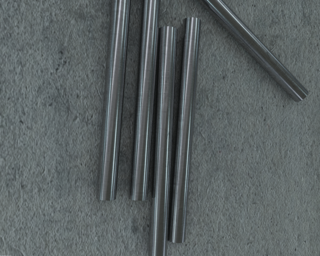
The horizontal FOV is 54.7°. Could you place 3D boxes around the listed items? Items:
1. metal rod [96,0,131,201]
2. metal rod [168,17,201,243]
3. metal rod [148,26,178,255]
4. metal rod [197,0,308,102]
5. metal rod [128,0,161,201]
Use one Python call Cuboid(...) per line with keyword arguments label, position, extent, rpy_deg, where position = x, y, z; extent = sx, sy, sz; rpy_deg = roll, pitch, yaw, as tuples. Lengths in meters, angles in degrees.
Cuboid(label="metal rod", position=(-0.056, -0.062, 0.388), extent=(0.025, 0.025, 0.298), rpy_deg=(5, 88, -20))
Cuboid(label="metal rod", position=(0.033, 0.002, 0.420), extent=(0.025, 0.025, 0.298), rpy_deg=(5, 88, -20))
Cuboid(label="metal rod", position=(0.004, 0.018, 0.410), extent=(0.025, 0.025, 0.298), rpy_deg=(3, 89, -20))
Cuboid(label="metal rod", position=(0.113, -0.143, 0.449), extent=(0.301, 0.025, 0.025), rpy_deg=(40, 77, -16))
Cuboid(label="metal rod", position=(-0.019, -0.058, 0.401), extent=(0.025, 0.025, 0.298), rpy_deg=(4, 89, -20))
